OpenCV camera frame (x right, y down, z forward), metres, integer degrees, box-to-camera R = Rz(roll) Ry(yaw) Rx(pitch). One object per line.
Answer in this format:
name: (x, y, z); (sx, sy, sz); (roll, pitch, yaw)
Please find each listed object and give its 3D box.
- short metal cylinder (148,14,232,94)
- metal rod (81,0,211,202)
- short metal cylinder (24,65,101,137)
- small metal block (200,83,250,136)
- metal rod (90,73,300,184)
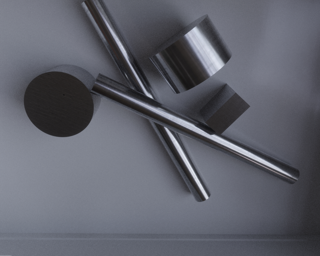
short metal cylinder: (0.034, -0.083, 0.352); (0.080, 0.080, 0.050); (-34, 107, 11)
metal rod: (-0.009, -0.025, 0.402); (0.025, 0.025, 0.299); (-27, 108, 9)
short metal cylinder: (-0.118, -0.035, 0.384); (0.081, 0.050, 0.079); (0, 110, -1)
small metal block: (0.080, -0.025, 0.390); (0.025, 0.050, 0.050); (41, 105, -14)
metal rod: (0.057, 0.008, 0.396); (0.302, 0.025, 0.025); (24, 108, -17)
